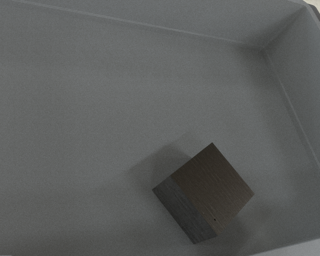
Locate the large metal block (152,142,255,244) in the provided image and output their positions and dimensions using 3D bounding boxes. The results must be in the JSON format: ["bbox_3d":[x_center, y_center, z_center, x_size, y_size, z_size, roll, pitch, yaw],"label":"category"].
[{"bbox_3d":[0.052,0.077,0.373,0.081,0.050,0.080,-32,80,-38],"label":"large metal block"}]
